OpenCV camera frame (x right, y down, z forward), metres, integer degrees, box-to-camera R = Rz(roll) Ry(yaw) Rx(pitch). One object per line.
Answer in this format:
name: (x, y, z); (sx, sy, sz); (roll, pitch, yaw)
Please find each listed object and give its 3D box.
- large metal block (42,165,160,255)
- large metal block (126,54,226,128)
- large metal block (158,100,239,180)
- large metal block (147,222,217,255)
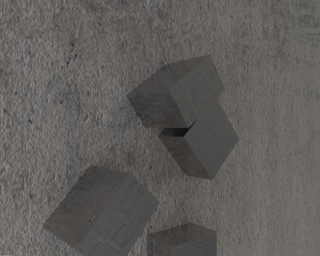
large metal block: (-0.061, 0.089, 0.318); (0.050, 0.080, 0.080); (50, 61, -29)
large metal block: (0.020, -0.044, 0.385); (0.080, 0.080, 0.050); (-43, 117, -31)
large metal block: (0.056, 0.013, 0.435); (0.080, 0.050, 0.080); (-50, 120, -28)
large metal block: (0.030, 0.180, 0.414); (0.081, 0.050, 0.079); (-1, 91, -40)
